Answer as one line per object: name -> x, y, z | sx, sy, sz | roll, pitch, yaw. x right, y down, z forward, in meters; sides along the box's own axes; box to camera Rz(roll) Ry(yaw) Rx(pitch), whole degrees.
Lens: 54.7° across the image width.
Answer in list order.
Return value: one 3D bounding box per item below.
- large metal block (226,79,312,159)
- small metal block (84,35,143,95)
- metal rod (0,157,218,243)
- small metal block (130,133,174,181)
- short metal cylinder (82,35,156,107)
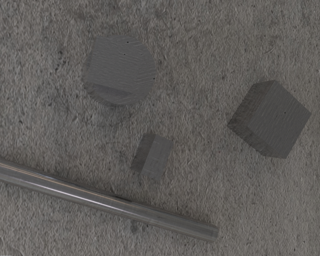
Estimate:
large metal block -> 0.160, -0.012, 0.455 | 0.080, 0.050, 0.080 | 37, 78, -16
small metal block -> -0.051, -0.067, 0.337 | 0.050, 0.025, 0.050 | 13, 86, -20
metal rod -> -0.058, 0.095, 0.388 | 0.302, 0.025, 0.025 | 22, 83, -19
small metal block -> -0.011, 0.035, 0.392 | 0.025, 0.050, 0.050 | 24, 82, -19
short metal cylinder -> -0.051, -0.067, 0.377 | 0.081, 0.050, 0.080 | 0, 90, -20
